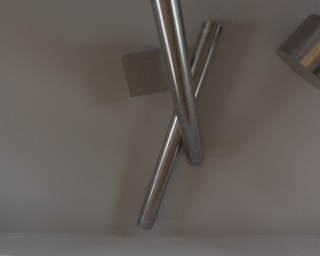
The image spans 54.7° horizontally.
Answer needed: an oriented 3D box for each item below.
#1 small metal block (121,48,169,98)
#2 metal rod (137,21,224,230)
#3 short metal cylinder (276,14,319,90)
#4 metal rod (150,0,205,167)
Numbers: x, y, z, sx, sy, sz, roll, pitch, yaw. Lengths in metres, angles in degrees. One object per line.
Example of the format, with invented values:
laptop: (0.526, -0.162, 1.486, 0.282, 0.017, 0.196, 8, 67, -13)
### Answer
small metal block: (-0.017, -0.069, 0.386, 0.050, 0.025, 0.050, -11, 110, 3)
metal rod: (0.020, 0.011, 0.415, 0.025, 0.025, 0.298, 16, 109, -6)
short metal cylinder: (0.182, -0.083, 0.354, 0.080, 0.080, 0.050, 37, 106, -13)
metal rod: (0.021, -0.053, 0.320, 0.025, 0.025, 0.299, -12, 138, 4)
